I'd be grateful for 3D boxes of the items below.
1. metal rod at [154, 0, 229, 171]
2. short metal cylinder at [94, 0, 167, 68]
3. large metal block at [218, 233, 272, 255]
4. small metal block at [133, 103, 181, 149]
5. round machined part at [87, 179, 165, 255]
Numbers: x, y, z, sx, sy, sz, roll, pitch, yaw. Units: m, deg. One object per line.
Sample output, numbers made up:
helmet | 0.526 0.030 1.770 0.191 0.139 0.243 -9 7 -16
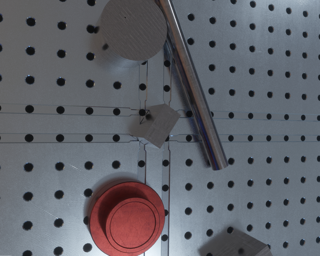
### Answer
metal rod | 0.036 -0.083 0.426 0.025 0.025 0.298 -23 98 -19
short metal cylinder | -0.038 -0.119 0.386 0.081 0.050 0.079 0 90 -21
large metal block | 0.126 0.217 0.448 0.080 0.050 0.080 -30 100 -18
small metal block | -0.005 -0.002 0.398 0.025 0.050 0.050 36 78 -17
round machined part | -0.039 0.116 0.390 0.099 0.042 0.097 0 90 -21
